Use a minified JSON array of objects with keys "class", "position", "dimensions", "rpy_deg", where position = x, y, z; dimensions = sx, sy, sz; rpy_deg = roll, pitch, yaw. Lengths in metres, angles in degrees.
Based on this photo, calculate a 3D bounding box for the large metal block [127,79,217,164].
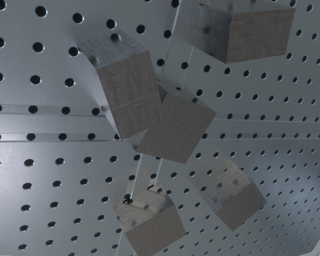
[{"class":"large metal block","position":[0.011,-0.008,0.396],"dimensions":[0.080,0.050,0.080],"rpy_deg":[18,109,-35]}]

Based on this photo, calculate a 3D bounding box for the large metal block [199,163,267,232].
[{"class":"large metal block","position":[0.128,0.122,0.539],"dimensions":[0.080,0.050,0.080],"rpy_deg":[-41,129,-1]}]

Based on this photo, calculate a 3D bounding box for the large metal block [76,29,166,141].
[{"class":"large metal block","position":[-0.041,-0.047,0.323],"dimensions":[0.050,0.080,0.080],"rpy_deg":[-24,127,-14]}]

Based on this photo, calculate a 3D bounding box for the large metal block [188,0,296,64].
[{"class":"large metal block","position":[0.088,-0.114,0.352],"dimensions":[0.081,0.080,0.050],"rpy_deg":[-13,124,-21]}]

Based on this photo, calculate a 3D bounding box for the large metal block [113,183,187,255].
[{"class":"large metal block","position":[-0.014,0.145,0.476],"dimensions":[0.080,0.050,0.080],"rpy_deg":[-28,128,-11]}]
